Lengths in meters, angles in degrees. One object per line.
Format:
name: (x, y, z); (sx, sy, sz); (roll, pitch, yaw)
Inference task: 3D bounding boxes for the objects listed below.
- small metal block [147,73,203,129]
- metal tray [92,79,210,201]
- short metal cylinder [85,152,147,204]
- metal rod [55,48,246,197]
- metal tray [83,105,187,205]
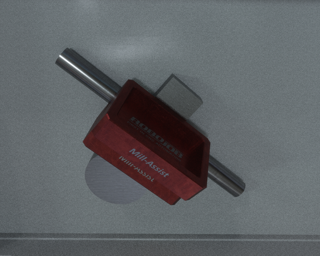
small metal block: (0.019, -0.033, 0.398); (0.050, 0.025, 0.050); (39, 105, -14)
metal tray: (-0.002, 0.011, 0.352); (0.130, 0.090, 0.030); (37, 123, -13)
short metal cylinder: (-0.052, 0.053, 0.409); (0.080, 0.050, 0.079); (2, 117, 4)
metal rod: (-0.003, 0.000, 0.411); (0.301, 0.025, 0.025); (37, 106, -13)
metal tray: (-0.025, 0.029, 0.386); (0.130, 0.090, 0.030); (37, 106, -13)
